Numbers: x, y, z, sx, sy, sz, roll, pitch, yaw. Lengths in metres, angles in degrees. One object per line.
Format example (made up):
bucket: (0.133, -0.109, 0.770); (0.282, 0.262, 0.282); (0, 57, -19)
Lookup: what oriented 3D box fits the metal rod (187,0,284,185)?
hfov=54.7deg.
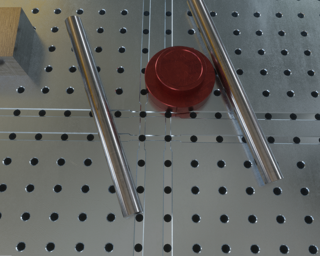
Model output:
metal rod: (0.099, -0.067, 0.437); (0.025, 0.025, 0.299); (-16, 71, -6)

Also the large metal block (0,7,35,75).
large metal block: (-0.233, -0.122, 0.440); (0.081, 0.050, 0.080); (0, 70, -1)

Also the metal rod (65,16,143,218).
metal rod: (-0.082, -0.028, 0.421); (0.025, 0.025, 0.299); (-18, 71, -7)

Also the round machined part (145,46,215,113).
round machined part: (0.028, -0.073, 0.430); (0.099, 0.042, 0.098); (0, 70, -1)
